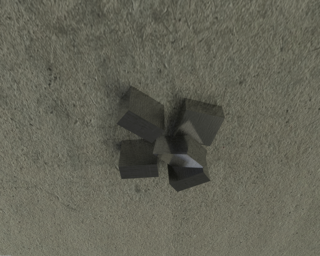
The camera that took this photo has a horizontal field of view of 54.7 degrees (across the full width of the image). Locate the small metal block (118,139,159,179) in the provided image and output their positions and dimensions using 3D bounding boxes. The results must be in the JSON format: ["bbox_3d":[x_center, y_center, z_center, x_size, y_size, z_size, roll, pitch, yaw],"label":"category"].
[{"bbox_3d":[-0.028,0.041,0.426,0.050,0.050,0.025,-4,130,3],"label":"small metal block"}]

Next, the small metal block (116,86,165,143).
[{"bbox_3d":[-0.022,-0.017,0.376,0.050,0.050,0.025,30,124,-23],"label":"small metal block"}]

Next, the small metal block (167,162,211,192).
[{"bbox_3d":[0.039,0.056,0.437,0.050,0.050,0.025,-22,134,18],"label":"small metal block"}]

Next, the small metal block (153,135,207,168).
[{"bbox_3d":[0.027,0.032,0.407,0.050,0.025,0.050,-2,154,34],"label":"small metal block"}]

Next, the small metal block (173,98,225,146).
[{"bbox_3d":[0.049,-0.007,0.402,0.050,0.025,0.050,12,129,-10],"label":"small metal block"}]
